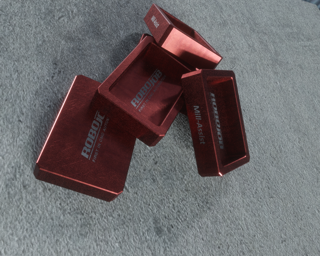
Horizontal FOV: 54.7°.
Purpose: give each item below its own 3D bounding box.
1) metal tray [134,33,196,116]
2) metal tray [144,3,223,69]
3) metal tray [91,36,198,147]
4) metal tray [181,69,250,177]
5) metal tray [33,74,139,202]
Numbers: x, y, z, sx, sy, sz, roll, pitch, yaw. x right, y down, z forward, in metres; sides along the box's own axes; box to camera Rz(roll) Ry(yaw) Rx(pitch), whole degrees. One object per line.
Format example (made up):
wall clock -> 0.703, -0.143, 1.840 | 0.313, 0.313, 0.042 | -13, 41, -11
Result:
metal tray -> 0.019, -0.075, 0.460 | 0.131, 0.030, 0.090 | 24, 53, -14
metal tray -> 0.030, -0.134, 0.458 | 0.090, 0.030, 0.130 | 24, 25, -26
metal tray -> -0.012, -0.051, 0.389 | 0.090, 0.030, 0.130 | 36, 51, -5
metal tray -> 0.076, -0.010, 0.407 | 0.091, 0.030, 0.129 | -11, 91, -50
metal tray -> -0.075, 0.009, 0.356 | 0.091, 0.030, 0.130 | 22, 53, -15
